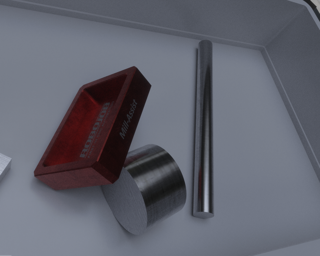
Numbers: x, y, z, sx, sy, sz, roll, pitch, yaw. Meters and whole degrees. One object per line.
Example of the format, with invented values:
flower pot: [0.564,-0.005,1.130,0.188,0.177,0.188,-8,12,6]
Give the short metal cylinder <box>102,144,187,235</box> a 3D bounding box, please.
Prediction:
short metal cylinder: [-0.019,0.062,0.324,0.050,0.080,0.080,-21,73,-36]

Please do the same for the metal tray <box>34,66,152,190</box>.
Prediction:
metal tray: [-0.067,-0.002,0.327,0.030,0.090,0.130,49,43,-36]

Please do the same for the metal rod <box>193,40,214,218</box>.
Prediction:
metal rod: [0.065,-0.019,0.454,0.025,0.025,0.300,19,54,-18]

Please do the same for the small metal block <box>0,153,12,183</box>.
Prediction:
small metal block: [-0.176,0.042,0.286,0.050,0.025,0.050,28,52,-11]

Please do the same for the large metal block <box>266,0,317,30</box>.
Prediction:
large metal block: [0.317,-0.292,0.745,0.080,0.050,0.081,49,51,6]
